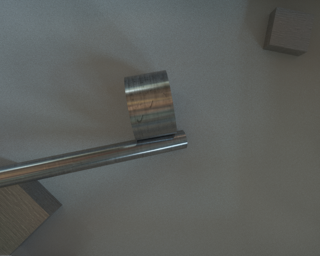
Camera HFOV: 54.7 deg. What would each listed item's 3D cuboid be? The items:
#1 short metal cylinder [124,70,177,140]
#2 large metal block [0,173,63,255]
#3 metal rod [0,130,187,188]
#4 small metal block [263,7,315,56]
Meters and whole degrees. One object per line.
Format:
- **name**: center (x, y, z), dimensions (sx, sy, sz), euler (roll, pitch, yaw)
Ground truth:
- **short metal cylinder**: center (-0.011, -0.028, 0.384), dimensions (0.050, 0.080, 0.080), euler (-10, 90, 0)
- **large metal block**: center (-0.190, 0.105, 0.397), dimensions (0.080, 0.050, 0.080), euler (-45, 91, 0)
- **metal rod**: center (-0.112, 0.043, 0.376), dimensions (0.302, 0.025, 0.025), euler (-11, 90, -14)
- **small metal block**: center (0.171, -0.128, 0.414), dimensions (0.050, 0.025, 0.050), euler (11, 90, -1)
